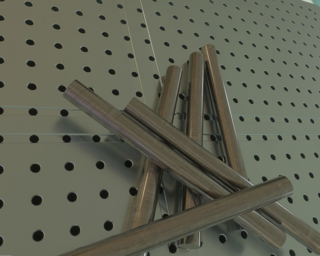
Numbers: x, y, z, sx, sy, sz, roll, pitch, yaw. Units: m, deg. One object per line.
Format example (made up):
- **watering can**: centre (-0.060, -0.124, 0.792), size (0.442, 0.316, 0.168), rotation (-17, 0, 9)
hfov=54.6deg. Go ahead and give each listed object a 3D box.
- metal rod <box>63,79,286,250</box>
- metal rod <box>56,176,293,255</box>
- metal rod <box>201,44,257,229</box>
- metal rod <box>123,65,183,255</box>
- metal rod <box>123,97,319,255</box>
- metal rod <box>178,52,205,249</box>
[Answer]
- **metal rod**: centre (0.020, 0.045, 0.357), size (0.301, 0.025, 0.025), rotation (36, 51, -4)
- **metal rod**: centre (0.008, 0.101, 0.309), size (0.302, 0.025, 0.025), rotation (-14, 69, -20)
- **metal rod**: centre (0.098, -0.005, 0.463), size (0.025, 0.025, 0.299), rotation (8, 58, -24)
- **metal rod**: centre (-0.004, 0.033, 0.384), size (0.025, 0.025, 0.300), rotation (23, 53, -14)
- **metal rod**: centre (0.083, 0.061, 0.381), size (0.301, 0.025, 0.025), rotation (36, 51, -4)
- **metal rod**: centre (0.047, 0.008, 0.427), size (0.025, 0.025, 0.300), rotation (19, 54, -17)
